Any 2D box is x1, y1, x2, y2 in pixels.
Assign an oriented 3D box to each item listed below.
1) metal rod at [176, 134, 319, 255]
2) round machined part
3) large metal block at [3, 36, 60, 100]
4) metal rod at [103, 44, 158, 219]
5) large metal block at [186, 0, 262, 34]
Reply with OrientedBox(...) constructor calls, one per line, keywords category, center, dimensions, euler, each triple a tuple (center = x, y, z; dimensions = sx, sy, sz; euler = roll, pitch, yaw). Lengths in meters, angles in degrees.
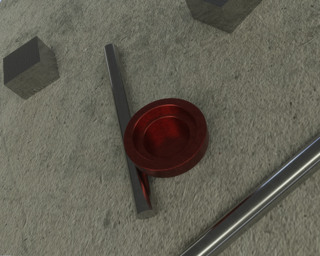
OrientedBox(category="metal rod", center=(0.138, 0.040, 0.306), dimensions=(0.300, 0.025, 0.025), euler=(-40, 51, 0))
OrientedBox(category="round machined part", center=(0.010, 0.015, 0.371), dimensions=(0.098, 0.042, 0.098), euler=(-8, 55, 13))
OrientedBox(category="large metal block", center=(-0.242, -0.112, 0.581), dimensions=(0.080, 0.050, 0.080), euler=(-31, 52, 8))
OrientedBox(category="metal rod", center=(-0.049, -0.018, 0.438), dimensions=(0.025, 0.025, 0.299), euler=(-26, 53, 12))
OrientedBox(category="large metal block", center=(0.095, -0.197, 0.458), dimensions=(0.080, 0.050, 0.080), euler=(-47, 52, -5))
